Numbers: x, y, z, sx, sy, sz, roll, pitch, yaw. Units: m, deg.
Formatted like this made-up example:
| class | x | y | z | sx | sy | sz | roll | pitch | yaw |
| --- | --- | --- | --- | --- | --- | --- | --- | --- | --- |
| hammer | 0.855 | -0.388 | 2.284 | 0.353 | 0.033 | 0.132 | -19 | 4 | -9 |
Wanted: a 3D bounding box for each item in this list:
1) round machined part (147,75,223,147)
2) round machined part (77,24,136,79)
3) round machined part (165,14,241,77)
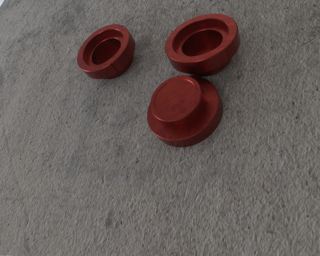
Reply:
| class | x | y | z | sx | sy | sz | roll | pitch | yaw |
| --- | --- | --- | --- | --- | --- | --- | --- | --- | --- |
| round machined part | 0.027 | -0.028 | 0.396 | 0.098 | 0.042 | 0.098 | -13 | 56 | 21 |
| round machined part | -0.083 | -0.120 | 0.510 | 0.098 | 0.042 | 0.098 | -13 | 56 | 21 |
| round machined part | 0.060 | -0.108 | 0.422 | 0.098 | 0.042 | 0.098 | -13 | 49 | 16 |
